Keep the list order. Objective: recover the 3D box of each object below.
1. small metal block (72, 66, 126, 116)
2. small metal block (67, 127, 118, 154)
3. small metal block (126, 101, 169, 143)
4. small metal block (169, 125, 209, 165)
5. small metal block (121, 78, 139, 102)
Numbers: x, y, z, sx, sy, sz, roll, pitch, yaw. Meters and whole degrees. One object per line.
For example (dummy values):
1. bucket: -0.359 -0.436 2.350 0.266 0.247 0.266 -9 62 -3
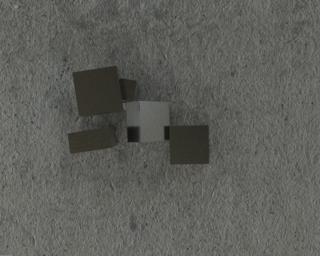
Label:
1. small metal block: -0.069 -0.041 0.359 0.050 0.025 0.050 -9 89 0
2. small metal block: -0.084 0.015 0.397 0.050 0.050 0.025 -9 90 0
3. small metal block: -0.015 -0.008 0.396 0.050 0.025 0.050 -2 91 -45
4. small metal block: 0.038 0.022 0.410 0.050 0.025 0.050 -1 90 -1
5. small metal block: -0.055 -0.048 0.396 0.050 0.050 0.025 9 89 1
